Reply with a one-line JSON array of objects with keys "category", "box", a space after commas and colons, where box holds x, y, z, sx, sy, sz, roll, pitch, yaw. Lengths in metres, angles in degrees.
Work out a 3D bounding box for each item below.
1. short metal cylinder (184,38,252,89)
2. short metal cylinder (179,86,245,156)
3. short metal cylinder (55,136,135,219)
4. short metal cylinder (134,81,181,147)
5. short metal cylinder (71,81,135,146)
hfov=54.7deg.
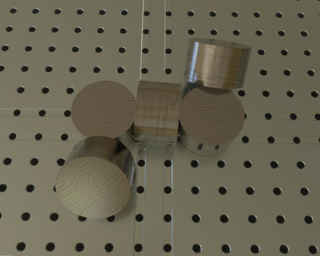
[{"category": "short metal cylinder", "box": [0.075, -0.087, 0.408, 0.080, 0.080, 0.050, 8, 112, 2]}, {"category": "short metal cylinder", "box": [0.063, -0.009, 0.402, 0.081, 0.050, 0.080, 0, 70, 0]}, {"category": "short metal cylinder", "box": [-0.071, 0.056, 0.355, 0.081, 0.050, 0.079, 0, 114, 1]}, {"category": "short metal cylinder", "box": [-0.002, -0.018, 0.389, 0.050, 0.080, 0.080, 5, 70, 1]}, {"category": "short metal cylinder", "box": [-0.069, -0.014, 0.402, 0.081, 0.050, 0.080, 0, 70, 0]}]
